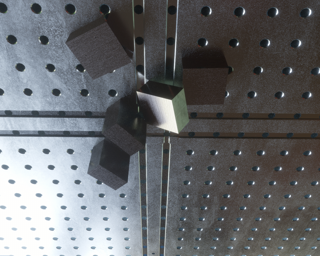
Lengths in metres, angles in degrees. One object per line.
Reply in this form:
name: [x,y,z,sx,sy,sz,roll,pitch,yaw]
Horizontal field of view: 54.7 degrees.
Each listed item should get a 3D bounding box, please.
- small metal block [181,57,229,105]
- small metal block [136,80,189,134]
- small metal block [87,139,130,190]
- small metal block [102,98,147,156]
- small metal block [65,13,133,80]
small metal block: [0.051,-0.055,0.366,0.050,0.025,0.050,-1,130,0]
small metal block: [0.004,-0.026,0.374,0.050,0.025,0.050,18,139,32]
small metal block: [-0.071,0.052,0.438,0.025,0.050,0.050,-36,122,26]
small metal block: [-0.044,-0.001,0.394,0.025,0.050,0.050,-33,123,24]
small metal block: [-0.064,-0.087,0.336,0.050,0.025,0.050,-21,127,16]
